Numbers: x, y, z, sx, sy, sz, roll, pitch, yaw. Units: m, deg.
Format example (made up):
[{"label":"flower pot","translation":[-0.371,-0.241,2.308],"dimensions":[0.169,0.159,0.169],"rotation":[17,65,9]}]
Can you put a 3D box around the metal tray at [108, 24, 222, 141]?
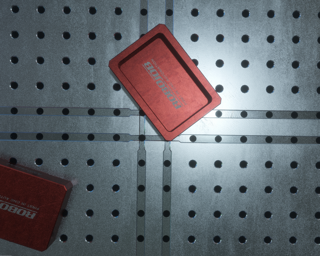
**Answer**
[{"label":"metal tray","translation":[0.007,-0.058,0.410],"dimensions":[0.090,0.030,0.130],"rotation":[-37,91,-1]}]

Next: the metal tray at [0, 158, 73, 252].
[{"label":"metal tray","translation":[-0.194,0.097,0.408],"dimensions":[0.131,0.030,0.090],"rotation":[19,90,-1]}]
